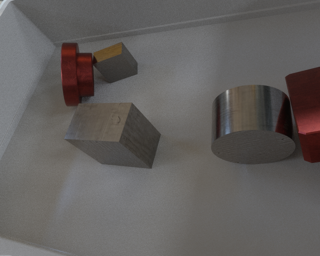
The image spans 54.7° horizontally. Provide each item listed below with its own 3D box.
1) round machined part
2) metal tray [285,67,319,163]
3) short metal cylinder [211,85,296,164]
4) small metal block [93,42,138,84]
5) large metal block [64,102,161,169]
[{"bbox_3d":[-0.126,-0.083,0.484,0.042,0.097,0.098,-2,55,-10],"label":"round machined part"},{"bbox_3d":[0.171,-0.024,0.286,0.090,0.030,0.130,-12,26,23],"label":"metal tray"},{"bbox_3d":[0.094,-0.001,0.321,0.080,0.080,0.050,-8,59,24],"label":"short metal cylinder"},{"bbox_3d":[-0.069,-0.101,0.486,0.050,0.050,0.025,-16,56,19],"label":"small metal block"},{"bbox_3d":[-0.057,0.011,0.392,0.080,0.080,0.050,1,63,28],"label":"large metal block"}]
